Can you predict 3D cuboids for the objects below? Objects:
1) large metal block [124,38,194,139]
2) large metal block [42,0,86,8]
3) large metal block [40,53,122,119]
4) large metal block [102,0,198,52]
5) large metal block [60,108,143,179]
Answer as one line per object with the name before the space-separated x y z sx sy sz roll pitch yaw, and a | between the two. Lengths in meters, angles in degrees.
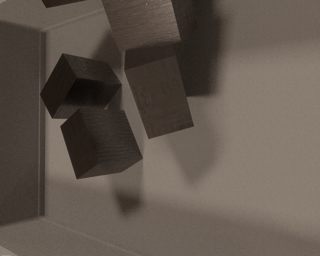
large metal block | -0.002 -0.047 0.344 0.050 0.080 0.080 -16 119 3
large metal block | -0.066 -0.157 0.281 0.080 0.080 0.050 7 138 35
large metal block | -0.119 -0.059 0.466 0.080 0.081 0.050 -49 61 28
large metal block | -0.012 -0.135 0.338 0.080 0.050 0.080 1 124 30
large metal block | -0.082 0.021 0.436 0.050 0.081 0.080 -35 69 34
